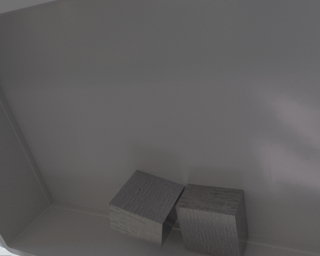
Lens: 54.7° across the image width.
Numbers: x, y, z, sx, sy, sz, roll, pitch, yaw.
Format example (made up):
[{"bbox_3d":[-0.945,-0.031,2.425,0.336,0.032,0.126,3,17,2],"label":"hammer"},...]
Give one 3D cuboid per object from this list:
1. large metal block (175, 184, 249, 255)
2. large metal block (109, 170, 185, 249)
[{"bbox_3d":[0.075,0.129,0.433,0.080,0.050,0.080,1,119,27],"label":"large metal block"},{"bbox_3d":[-0.017,0.115,0.454,0.080,0.080,0.050,15,125,19],"label":"large metal block"}]
